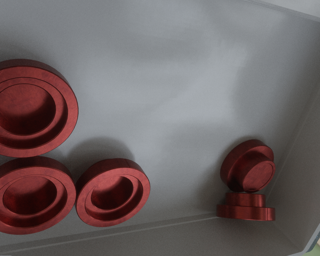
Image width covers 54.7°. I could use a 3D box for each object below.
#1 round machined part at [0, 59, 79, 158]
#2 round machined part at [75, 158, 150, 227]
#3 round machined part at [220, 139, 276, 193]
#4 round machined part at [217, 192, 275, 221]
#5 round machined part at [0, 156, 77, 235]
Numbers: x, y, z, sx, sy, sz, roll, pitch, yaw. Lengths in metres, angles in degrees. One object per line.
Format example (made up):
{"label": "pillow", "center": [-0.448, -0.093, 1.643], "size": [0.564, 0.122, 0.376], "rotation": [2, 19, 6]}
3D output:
{"label": "round machined part", "center": [-0.136, -0.022, 0.310], "size": [0.099, 0.042, 0.097], "rotation": [-14, 124, -21]}
{"label": "round machined part", "center": [-0.066, 0.080, 0.411], "size": [0.099, 0.042, 0.097], "rotation": [-14, 124, -21]}
{"label": "round machined part", "center": [0.156, 0.071, 0.527], "size": [0.099, 0.042, 0.097], "rotation": [-14, 124, -21]}
{"label": "round machined part", "center": [0.148, 0.136, 0.539], "size": [0.099, 0.098, 0.042], "rotation": [13, 74, -34]}
{"label": "round machined part", "center": [-0.151, 0.073, 0.360], "size": [0.099, 0.042, 0.097], "rotation": [-14, 124, -21]}
